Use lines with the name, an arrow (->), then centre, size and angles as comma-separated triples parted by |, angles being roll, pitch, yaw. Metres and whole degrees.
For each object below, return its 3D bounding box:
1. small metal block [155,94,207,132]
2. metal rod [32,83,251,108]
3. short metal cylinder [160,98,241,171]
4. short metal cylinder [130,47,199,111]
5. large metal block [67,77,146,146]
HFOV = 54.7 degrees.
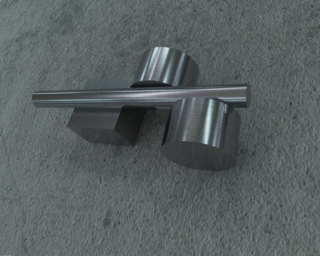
small metal block -> 0.030, -0.018, 0.382 | 0.050, 0.050, 0.025 | 1, 63, 28
metal rod -> -0.043, -0.037, 0.384 | 0.301, 0.025, 0.025 | 2, 63, 27
short metal cylinder -> 0.045, 0.009, 0.339 | 0.080, 0.080, 0.050 | 0, 62, 28
short metal cylinder -> 0.006, -0.059, 0.403 | 0.080, 0.080, 0.050 | 2, 63, 29
large metal block -> -0.070, -0.024, 0.435 | 0.080, 0.050, 0.080 | 3, 63, 29
